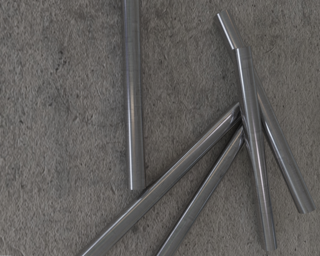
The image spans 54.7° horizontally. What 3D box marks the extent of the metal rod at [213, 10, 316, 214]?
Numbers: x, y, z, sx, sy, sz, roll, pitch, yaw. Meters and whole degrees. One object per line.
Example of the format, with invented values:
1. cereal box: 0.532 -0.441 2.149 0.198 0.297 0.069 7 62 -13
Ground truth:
1. metal rod: 0.146 -0.023 0.435 0.025 0.025 0.299 -23 89 -19

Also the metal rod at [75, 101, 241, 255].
1. metal rod: 0.010 0.069 0.412 0.301 0.025 0.025 -43 104 -15

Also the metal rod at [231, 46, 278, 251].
1. metal rod: 0.135 0.038 0.435 0.025 0.025 0.298 -17 105 -19

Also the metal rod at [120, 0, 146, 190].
1. metal rod: -0.035 -0.072 0.395 0.025 0.025 0.298 -2 91 -20

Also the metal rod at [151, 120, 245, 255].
1. metal rod: 0.066 0.082 0.433 0.025 0.025 0.300 39 77 -16
